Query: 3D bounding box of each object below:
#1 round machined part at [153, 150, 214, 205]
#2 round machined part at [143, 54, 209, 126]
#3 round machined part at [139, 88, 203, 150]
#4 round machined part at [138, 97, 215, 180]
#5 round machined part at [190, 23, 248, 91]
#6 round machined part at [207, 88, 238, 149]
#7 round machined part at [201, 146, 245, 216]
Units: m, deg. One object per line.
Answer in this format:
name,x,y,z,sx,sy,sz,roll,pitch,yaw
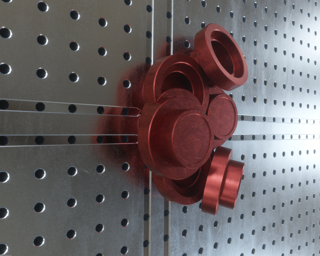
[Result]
round machined part,0.028,0.052,0.420,0.099,0.042,0.097,0,90,-40
round machined part,0.017,-0.046,0.411,0.099,0.042,0.097,0,90,-40
round machined part,0.012,-0.002,0.406,0.099,0.042,0.097,0,90,-40
round machined part,0.026,0.012,0.364,0.099,0.042,0.097,0,90,-40
round machined part,0.082,-0.097,0.450,0.098,0.042,0.098,24,53,-36
round machined part,0.079,-0.016,0.463,0.099,0.042,0.097,0,90,-40
round machined part,0.093,0.078,0.443,0.098,0.042,0.098,13,91,-73
